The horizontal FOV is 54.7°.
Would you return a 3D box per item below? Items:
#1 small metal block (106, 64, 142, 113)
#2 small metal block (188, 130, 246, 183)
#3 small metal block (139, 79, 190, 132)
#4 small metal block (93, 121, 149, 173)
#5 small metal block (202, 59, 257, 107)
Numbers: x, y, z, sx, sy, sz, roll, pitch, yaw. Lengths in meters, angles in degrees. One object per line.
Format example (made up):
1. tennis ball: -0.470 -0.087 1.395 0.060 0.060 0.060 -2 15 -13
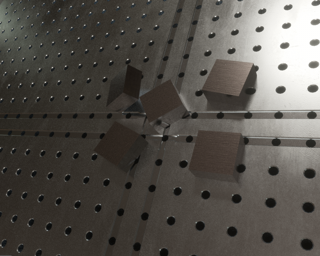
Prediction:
1. small metal block: -0.053 -0.057 0.455 0.050 0.025 0.050 -31 45 46
2. small metal block: 0.066 0.032 0.354 0.050 0.025 0.050 4 63 29
3. small metal block: 0.005 -0.031 0.423 0.050 0.025 0.050 -29 52 9
4. small metal block: -0.053 0.025 0.419 0.050 0.025 0.050 26 76 36
5. small metal block: 0.089 -0.058 0.397 0.050 0.025 0.050 15 70 34
